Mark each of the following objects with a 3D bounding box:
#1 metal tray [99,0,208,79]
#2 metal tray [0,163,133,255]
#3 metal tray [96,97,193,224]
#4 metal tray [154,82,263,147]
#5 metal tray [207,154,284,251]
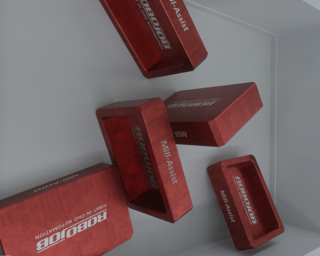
[{"bbox_3d":[-0.012,-0.123,0.353,0.030,0.090,0.130,-46,118,-30],"label":"metal tray"},{"bbox_3d":[-0.096,0.099,0.323,0.131,0.030,0.089,-19,102,-38],"label":"metal tray"},{"bbox_3d":[-0.019,0.034,0.347,0.030,0.090,0.129,-26,107,-37],"label":"metal tray"},{"bbox_3d":[0.043,-0.017,0.374,0.091,0.130,0.030,-38,114,-33],"label":"metal tray"},{"bbox_3d":[0.134,0.111,0.482,0.091,0.030,0.130,-5,69,-40],"label":"metal tray"}]
